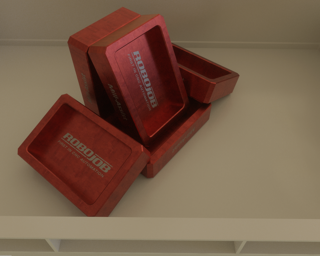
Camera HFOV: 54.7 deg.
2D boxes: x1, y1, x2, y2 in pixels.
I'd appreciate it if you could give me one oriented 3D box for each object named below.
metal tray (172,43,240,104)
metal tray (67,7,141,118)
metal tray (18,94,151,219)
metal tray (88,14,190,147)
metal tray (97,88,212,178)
[{"bbox_3d":[0.038,-0.085,0.449,0.130,0.030,0.091,32,31,23],"label":"metal tray"},{"bbox_3d":[-0.059,-0.073,0.394,0.030,0.129,0.090,32,57,25],"label":"metal tray"},{"bbox_3d":[-0.088,0.029,0.352,0.130,0.030,0.090,33,81,24],"label":"metal tray"},{"bbox_3d":[-0.017,-0.054,0.364,0.030,0.129,0.090,15,47,43],"label":"metal tray"},{"bbox_3d":[-0.005,-0.007,0.405,0.090,0.030,0.131,32,57,23],"label":"metal tray"}]
